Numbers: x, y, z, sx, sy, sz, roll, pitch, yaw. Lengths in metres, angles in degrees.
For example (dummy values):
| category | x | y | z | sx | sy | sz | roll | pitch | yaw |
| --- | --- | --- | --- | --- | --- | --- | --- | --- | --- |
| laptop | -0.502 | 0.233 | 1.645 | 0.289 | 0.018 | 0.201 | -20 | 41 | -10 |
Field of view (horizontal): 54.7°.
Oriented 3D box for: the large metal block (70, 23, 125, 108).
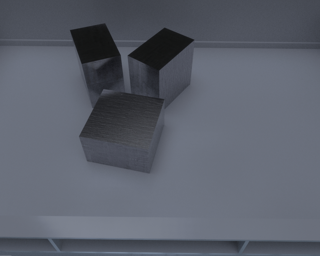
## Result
| category | x | y | z | sx | sy | sz | roll | pitch | yaw |
| --- | --- | --- | --- | --- | --- | --- | --- | --- | --- |
| large metal block | -0.088 | -0.089 | 0.444 | 0.050 | 0.080 | 0.080 | -16 | 52 | -13 |

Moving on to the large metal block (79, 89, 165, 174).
| category | x | y | z | sx | sy | sz | roll | pitch | yaw |
| --- | --- | --- | --- | --- | --- | --- | --- | --- | --- |
| large metal block | -0.043 | 0.003 | 0.386 | 0.080 | 0.050 | 0.080 | 10 | 51 | 8 |

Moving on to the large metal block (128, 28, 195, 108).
| category | x | y | z | sx | sy | sz | roll | pitch | yaw |
| --- | --- | --- | --- | --- | --- | --- | --- | --- | --- |
| large metal block | 0.003 | -0.080 | 0.437 | 0.050 | 0.080 | 0.080 | 30 | 56 | 22 |
